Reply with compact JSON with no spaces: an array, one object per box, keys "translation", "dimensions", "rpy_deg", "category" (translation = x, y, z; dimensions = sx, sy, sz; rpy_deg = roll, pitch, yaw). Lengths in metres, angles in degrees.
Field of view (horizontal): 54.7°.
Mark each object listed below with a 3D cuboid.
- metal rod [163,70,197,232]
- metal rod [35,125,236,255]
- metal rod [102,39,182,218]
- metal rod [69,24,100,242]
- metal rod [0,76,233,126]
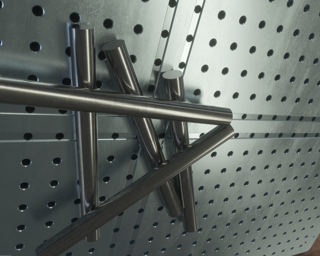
[{"translation":[0.035,0.055,0.466],"dimensions":[0.025,0.025,0.298],"rpy_deg":[-21,127,-16],"category":"metal rod"},{"translation":[-0.027,0.082,0.416],"dimensions":[0.301,0.025,0.025],"rpy_deg":[-33,129,-7],"category":"metal rod"},{"translation":[-0.012,0.024,0.420],"dimensions":[0.025,0.025,0.299],"rpy_deg":[-27,128,-12],"category":"metal rod"},{"translation":[-0.089,0.028,0.380],"dimensions":[0.025,0.025,0.298],"rpy_deg":[-9,123,-24],"category":"metal rod"},{"translation":[-0.039,-0.026,0.343],"dimensions":[0.302,0.025,0.025],"rpy_deg":[5,116,-31],"category":"metal rod"}]
